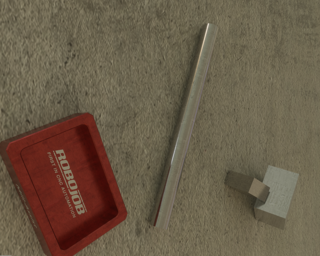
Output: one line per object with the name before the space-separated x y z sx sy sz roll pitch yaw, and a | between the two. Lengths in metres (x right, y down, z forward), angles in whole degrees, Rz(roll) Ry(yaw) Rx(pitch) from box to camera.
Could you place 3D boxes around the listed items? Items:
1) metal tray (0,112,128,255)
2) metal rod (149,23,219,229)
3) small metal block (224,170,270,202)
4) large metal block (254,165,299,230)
metal tray | -0.095 0.058 0.323 0.091 0.030 0.129 -27 107 -37
metal rod | 0.037 -0.011 0.438 0.025 0.025 0.299 26 74 -38
small metal block | 0.143 0.095 0.510 0.050 0.050 0.025 32 78 -36
large metal block | 0.205 0.123 0.545 0.080 0.050 0.080 -63 151 -21
